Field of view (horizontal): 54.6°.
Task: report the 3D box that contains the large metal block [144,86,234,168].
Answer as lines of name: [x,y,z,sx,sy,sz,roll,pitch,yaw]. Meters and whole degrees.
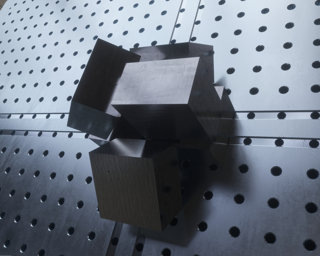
large metal block: [0.037,-0.002,0.374,0.080,0.050,0.080,3,63,29]

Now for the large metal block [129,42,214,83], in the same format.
large metal block: [0.018,-0.080,0.404,0.080,0.080,0.050,2,101,29]

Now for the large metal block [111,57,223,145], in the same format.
large metal block: [0.011,-0.024,0.319,0.080,0.080,0.050,2,63,29]

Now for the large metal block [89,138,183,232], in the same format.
large metal block: [-0.025,0.059,0.344,0.080,0.050,0.080,2,107,29]

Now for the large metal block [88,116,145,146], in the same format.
large metal block: [-0.036,-0.006,0.416,0.080,0.050,0.080,7,65,31]

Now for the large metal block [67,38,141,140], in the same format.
large metal block: [-0.067,-0.041,0.359,0.080,0.050,0.080,136,152,-63]
